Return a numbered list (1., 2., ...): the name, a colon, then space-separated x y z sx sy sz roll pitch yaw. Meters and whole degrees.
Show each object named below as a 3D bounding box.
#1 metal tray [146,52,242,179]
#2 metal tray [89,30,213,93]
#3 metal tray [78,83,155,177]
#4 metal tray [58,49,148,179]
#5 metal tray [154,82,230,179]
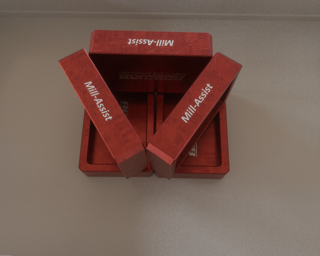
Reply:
1. metal tray: 0.037 -0.010 0.344 0.030 0.090 0.130 34 74 11
2. metal tray: -0.009 -0.075 0.368 0.131 0.090 0.030 2 71 1
3. metal tray: -0.052 -0.003 0.407 0.091 0.030 0.130 0 69 0
4. metal tray: -0.060 -0.012 0.345 0.030 0.090 0.130 -30 73 -10
5. metal tray: 0.040 -0.001 0.406 0.091 0.030 0.130 1 69 1
